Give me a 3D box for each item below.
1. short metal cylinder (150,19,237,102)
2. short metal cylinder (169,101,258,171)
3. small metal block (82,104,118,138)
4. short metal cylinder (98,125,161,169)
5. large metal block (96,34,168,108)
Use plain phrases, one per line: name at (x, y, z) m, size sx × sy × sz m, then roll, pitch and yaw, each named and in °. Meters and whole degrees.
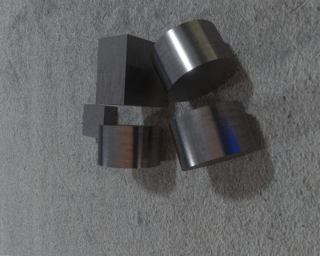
short metal cylinder at (0.036, -0.071, 0.340) m, size 0.080 × 0.081 × 0.050 m, roll -37°, pitch 68°, yaw 34°
short metal cylinder at (0.055, 0.010, 0.324) m, size 0.080 × 0.081 × 0.050 m, roll -25°, pitch 74°, yaw 37°
small metal block at (-0.094, -0.011, 0.483) m, size 0.050 × 0.025 × 0.050 m, roll 8°, pitch 95°, yaw 39°
short metal cylinder at (-0.039, 0.021, 0.402) m, size 0.080 × 0.081 × 0.050 m, roll 3°, pitch 92°, yaw 40°
large metal block at (-0.032, -0.068, 0.396) m, size 0.050 × 0.081 × 0.079 m, roll 5°, pitch 94°, yaw 40°
